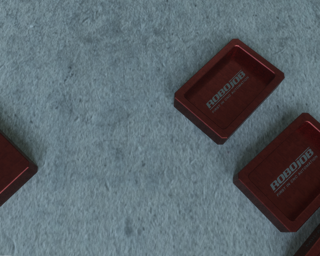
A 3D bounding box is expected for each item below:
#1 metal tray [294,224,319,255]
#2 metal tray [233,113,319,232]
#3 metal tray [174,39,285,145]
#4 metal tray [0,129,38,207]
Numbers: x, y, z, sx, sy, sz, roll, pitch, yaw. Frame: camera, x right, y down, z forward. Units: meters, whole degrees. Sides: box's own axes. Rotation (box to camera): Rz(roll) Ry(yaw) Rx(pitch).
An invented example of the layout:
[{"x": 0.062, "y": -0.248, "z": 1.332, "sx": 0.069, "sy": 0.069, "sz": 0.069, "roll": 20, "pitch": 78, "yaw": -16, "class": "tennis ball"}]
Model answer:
[{"x": 0.217, "y": 0.152, "z": 0.352, "sx": 0.130, "sy": 0.030, "sz": 0.090, "roll": -42, "pitch": 76, "yaw": -14, "class": "metal tray"}, {"x": 0.169, "y": 0.053, "z": 0.387, "sx": 0.130, "sy": 0.030, "sz": 0.090, "roll": -39, "pitch": 75, "yaw": -14, "class": "metal tray"}, {"x": 0.094, "y": -0.052, "z": 0.425, "sx": 0.090, "sy": 0.030, "sz": 0.130, "roll": 42, "pitch": 75, "yaw": 13, "class": "metal tray"}, {"x": -0.233, "y": 0.039, "z": 0.388, "sx": 0.130, "sy": 0.030, "sz": 0.090, "roll": 40, "pitch": 74, "yaw": 13, "class": "metal tray"}]
